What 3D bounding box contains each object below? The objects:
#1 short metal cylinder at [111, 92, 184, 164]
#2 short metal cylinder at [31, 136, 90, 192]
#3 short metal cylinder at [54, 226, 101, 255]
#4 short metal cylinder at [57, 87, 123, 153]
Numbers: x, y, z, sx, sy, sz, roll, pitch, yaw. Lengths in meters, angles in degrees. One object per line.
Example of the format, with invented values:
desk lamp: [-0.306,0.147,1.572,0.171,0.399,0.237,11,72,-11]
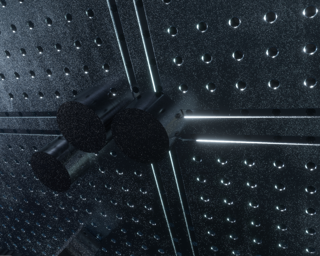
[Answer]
short metal cylinder: [-0.015,-0.001,0.401,0.080,0.050,0.079,13,124,20]
short metal cylinder: [-0.166,0.060,0.517,0.080,0.050,0.079,13,124,20]
short metal cylinder: [-0.162,0.241,0.607,0.050,0.080,0.080,44,129,-3]
short metal cylinder: [-0.096,-0.012,0.437,0.080,0.050,0.079,13,124,20]
